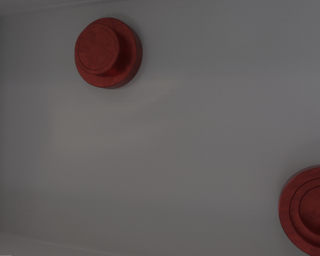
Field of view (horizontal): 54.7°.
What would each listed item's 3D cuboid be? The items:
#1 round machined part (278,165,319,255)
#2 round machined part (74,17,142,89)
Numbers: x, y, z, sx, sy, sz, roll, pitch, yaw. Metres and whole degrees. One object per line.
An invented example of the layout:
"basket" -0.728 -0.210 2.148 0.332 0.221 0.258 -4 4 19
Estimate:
"round machined part" 0.181 0.088 0.337 0.098 0.042 0.097 0 90 20
"round machined part" -0.078 -0.105 0.429 0.098 0.042 0.097 0 90 20
